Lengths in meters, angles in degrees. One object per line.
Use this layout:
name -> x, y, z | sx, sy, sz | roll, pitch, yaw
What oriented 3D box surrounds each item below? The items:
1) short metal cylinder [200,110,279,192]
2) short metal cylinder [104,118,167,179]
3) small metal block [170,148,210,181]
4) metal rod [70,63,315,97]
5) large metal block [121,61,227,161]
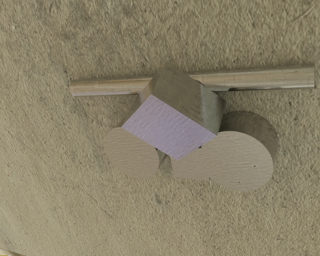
short metal cylinder -> 0.093, 0.026, 0.359 | 0.080, 0.050, 0.079 | 13, 124, 21
short metal cylinder -> -0.027, 0.022, 0.419 | 0.080, 0.050, 0.079 | 13, 124, 21
small metal block -> 0.042, 0.040, 0.412 | 0.050, 0.025, 0.050 | 2, 120, 27
metal rod -> 0.015, -0.053, 0.367 | 0.300, 0.025, 0.025 | 1, 119, 27
large metal block -> 0.014, -0.015, 0.352 | 0.080, 0.050, 0.080 | 31, 144, -13
